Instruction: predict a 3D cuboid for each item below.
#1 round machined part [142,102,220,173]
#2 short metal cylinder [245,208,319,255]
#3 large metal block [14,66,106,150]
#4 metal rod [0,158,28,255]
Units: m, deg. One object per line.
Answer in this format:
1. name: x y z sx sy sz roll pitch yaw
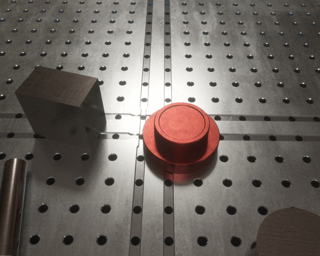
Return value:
1. round machined part: 0.027 0.005 0.393 0.099 0.042 0.098 0 50 0
2. short metal cylinder: 0.125 0.123 0.290 0.081 0.050 0.080 0 50 0
3. large metal block: -0.120 -0.025 0.391 0.080 0.080 0.050 13 51 10
4. metal rod: -0.144 0.156 0.274 0.025 0.025 0.300 -8 51 -7
